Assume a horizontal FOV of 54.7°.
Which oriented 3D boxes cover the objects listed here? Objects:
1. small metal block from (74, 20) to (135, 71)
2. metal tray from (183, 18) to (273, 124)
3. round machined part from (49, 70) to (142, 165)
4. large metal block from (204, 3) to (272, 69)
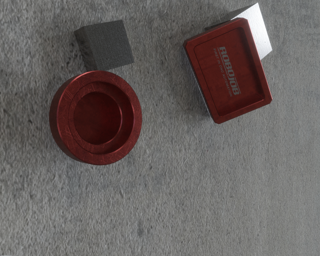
[{"bbox_3d":[-0.062,-0.092,0.352,0.050,0.025,0.050,-26,106,-37],"label":"small metal block"},{"bbox_3d":[0.099,-0.081,0.449,0.090,0.030,0.129,-23,110,5],"label":"metal tray"},{"bbox_3d":[-0.071,-0.011,0.334,0.099,0.042,0.097,0,90,-40],"label":"round machined part"},{"bbox_3d":[0.127,-0.141,0.494,0.080,0.050,0.080,-39,114,-33],"label":"large metal block"}]
